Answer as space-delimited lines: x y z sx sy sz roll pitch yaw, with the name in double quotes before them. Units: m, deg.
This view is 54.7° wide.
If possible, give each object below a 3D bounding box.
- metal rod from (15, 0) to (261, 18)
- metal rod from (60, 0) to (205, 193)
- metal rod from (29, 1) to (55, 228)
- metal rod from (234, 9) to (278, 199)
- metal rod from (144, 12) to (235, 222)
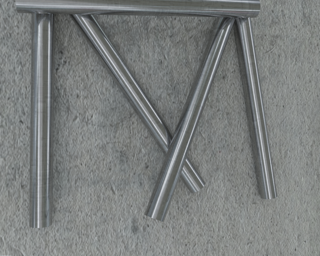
"metal rod" -0.010 -0.150 0.377 0.303 0.025 0.025 -6 92 -20
"metal rod" -0.030 -0.040 0.397 0.025 0.025 0.299 -37 102 -16
"metal rod" -0.136 -0.037 0.358 0.025 0.025 0.298 1 90 -20
"metal rod" 0.140 -0.043 0.460 0.025 0.025 0.298 -11 94 -20
"metal rod" 0.045 -0.028 0.405 0.025 0.025 0.299 26 74 -18
